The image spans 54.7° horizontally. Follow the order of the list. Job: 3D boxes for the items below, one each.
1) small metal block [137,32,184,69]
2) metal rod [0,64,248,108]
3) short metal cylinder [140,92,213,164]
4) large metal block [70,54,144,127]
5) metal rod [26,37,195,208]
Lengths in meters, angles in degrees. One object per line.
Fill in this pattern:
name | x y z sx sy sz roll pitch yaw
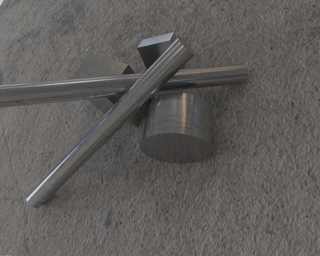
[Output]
small metal block | 0.003 -0.105 0.447 0.050 0.050 0.025 -6 39 25
metal rod | -0.041 -0.051 0.368 0.302 0.025 0.025 -7 54 -10
short metal cylinder | 0.020 0.003 0.357 0.080 0.080 0.050 -8 58 24
large metal block | -0.066 -0.052 0.435 0.080 0.080 0.050 22 74 36
metal rod | -0.074 0.008 0.377 0.299 0.025 0.025 -43 49 23
